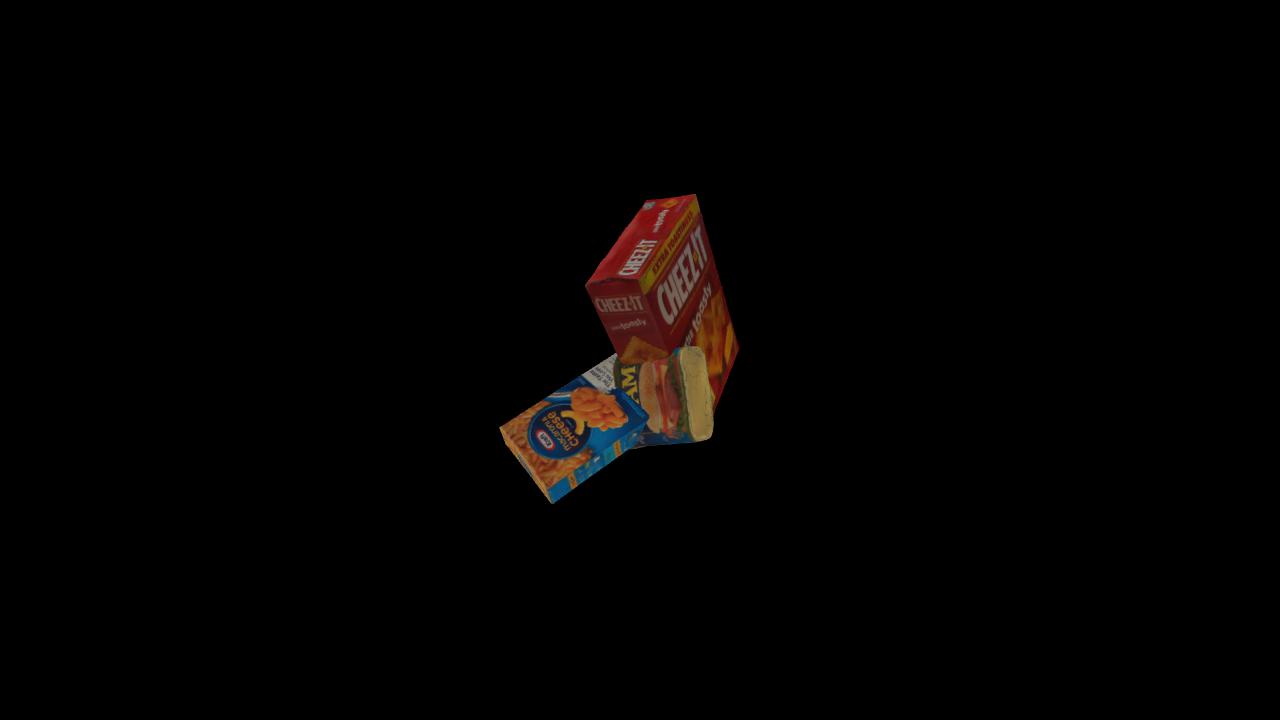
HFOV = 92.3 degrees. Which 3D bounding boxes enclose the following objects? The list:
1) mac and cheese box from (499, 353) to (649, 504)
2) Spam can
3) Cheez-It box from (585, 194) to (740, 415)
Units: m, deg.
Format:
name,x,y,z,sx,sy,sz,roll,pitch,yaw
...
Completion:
name,x,y,z,sx,sy,sz,roll,pitch,yaw
mac and cheese box,-0.043,0.058,0.644,0.184,0.093,0.041,-34,-31,-20
Spam can,0.025,0.039,0.641,0.085,0.101,0.058,-9,-4,34
Cheez-It box,0.038,-0.045,0.683,0.071,0.223,0.166,-1,41,29
